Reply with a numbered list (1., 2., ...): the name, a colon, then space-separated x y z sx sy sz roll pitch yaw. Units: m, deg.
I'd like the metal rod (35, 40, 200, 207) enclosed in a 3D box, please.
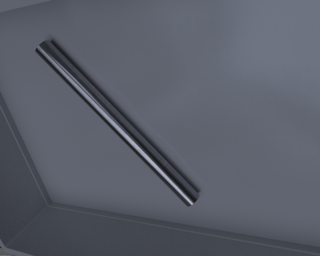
1. metal rod: -0.056 -0.004 0.434 0.300 0.025 0.025 46 129 -5
